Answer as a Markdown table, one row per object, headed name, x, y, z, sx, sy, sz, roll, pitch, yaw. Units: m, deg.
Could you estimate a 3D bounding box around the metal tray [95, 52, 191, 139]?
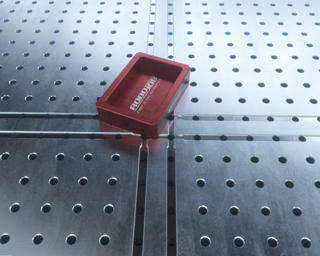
| name | x | y | z | sx | sy | sz | roll | pitch | yaw |
| --- | --- | --- | --- | --- | --- | --- | --- | --- | --- |
| metal tray | -0.020 | -0.052 | 0.448 | 0.090 | 0.030 | 0.130 | 19 | 52 | 15 |
